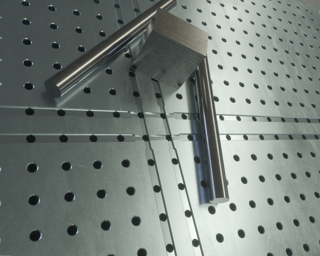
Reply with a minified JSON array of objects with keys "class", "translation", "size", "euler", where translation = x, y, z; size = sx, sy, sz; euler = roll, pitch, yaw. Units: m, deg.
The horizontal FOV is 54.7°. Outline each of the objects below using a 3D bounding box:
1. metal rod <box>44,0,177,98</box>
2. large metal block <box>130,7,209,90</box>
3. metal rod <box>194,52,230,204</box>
[{"class":"metal rod","translation":[-0.054,-0.137,0.463],"size":[0.025,0.025,0.301],"euler":[40,51,-1]},{"class":"large metal block","translation":[0.013,-0.112,0.450],"size":[0.080,0.080,0.050],"euler":[22,54,-15]},{"class":"metal rod","translation":[0.070,-0.036,0.469],"size":[0.025,0.025,0.299],"euler":[12,57,-23]}]
